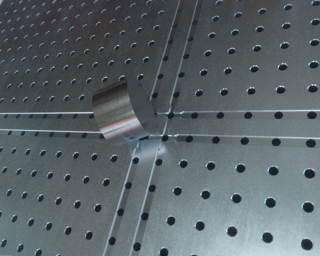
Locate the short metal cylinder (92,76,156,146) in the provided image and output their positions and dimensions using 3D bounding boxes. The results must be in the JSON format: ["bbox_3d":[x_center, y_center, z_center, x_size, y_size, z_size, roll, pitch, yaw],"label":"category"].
[{"bbox_3d":[-0.045,-0.021,0.408,0.050,0.080,0.080,-20,54,16],"label":"short metal cylinder"}]
